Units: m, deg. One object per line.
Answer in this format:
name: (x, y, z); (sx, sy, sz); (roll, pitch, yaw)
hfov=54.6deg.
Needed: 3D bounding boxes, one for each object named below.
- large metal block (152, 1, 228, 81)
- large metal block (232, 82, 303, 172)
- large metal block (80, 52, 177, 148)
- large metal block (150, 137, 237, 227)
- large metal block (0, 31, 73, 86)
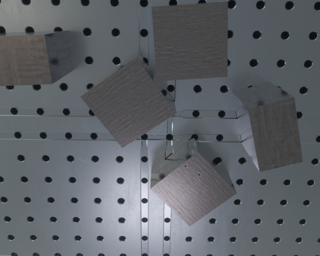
large metal block: (0.034, -0.102, 0.363); (0.080, 0.050, 0.080); (-4, 110, 1)
large metal block: (0.130, -0.005, 0.383); (0.050, 0.080, 0.080); (-14, 110, 5)
large metal block: (-0.036, -0.035, 0.387); (0.080, 0.050, 0.080); (-33, 107, 11)
large metal block: (0.044, 0.074, 0.427); (0.080, 0.050, 0.080); (-40, 106, 13)
large metal block: (-0.154, -0.082, 0.353); (0.080, 0.080, 0.050); (-2, 110, 1)
